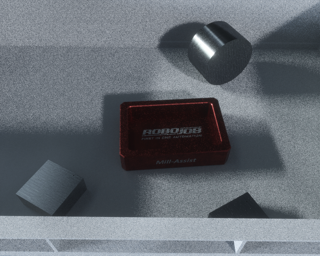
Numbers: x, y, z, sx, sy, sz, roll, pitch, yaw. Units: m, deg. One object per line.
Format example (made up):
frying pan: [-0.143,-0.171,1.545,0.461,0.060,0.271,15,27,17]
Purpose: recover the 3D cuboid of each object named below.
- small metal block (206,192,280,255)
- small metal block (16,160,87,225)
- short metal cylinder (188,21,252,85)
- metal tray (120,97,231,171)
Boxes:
small metal block: [0.084,0.103,0.320,0.050,0.025,0.050,-23,54,-19]
small metal block: [-0.119,0.070,0.344,0.050,0.025,0.050,23,54,18]
short metal cylinder: [0.089,-0.111,0.464,0.081,0.080,0.050,-21,53,-17]
metal tray: [0.016,0.005,0.397,0.131,0.030,0.090,-3,50,-3]
